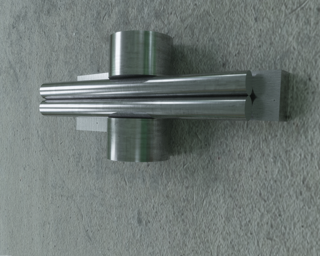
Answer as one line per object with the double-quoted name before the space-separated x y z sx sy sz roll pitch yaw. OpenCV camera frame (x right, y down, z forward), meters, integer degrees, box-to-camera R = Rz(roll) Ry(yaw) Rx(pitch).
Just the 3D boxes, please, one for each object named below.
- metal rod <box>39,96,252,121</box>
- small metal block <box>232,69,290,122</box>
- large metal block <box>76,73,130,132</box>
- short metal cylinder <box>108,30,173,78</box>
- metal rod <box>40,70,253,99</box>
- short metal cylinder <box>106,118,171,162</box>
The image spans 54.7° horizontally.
"metal rod" -0.041 -0.024 0.382 0.300 0.025 0.025 2 92 32
"small metal block" 0.104 -0.033 0.321 0.050 0.025 0.050 4 93 40
"large metal block" -0.076 -0.036 0.453 0.080 0.050 0.079 3 92 40
"short metal cylinder" -0.024 -0.087 0.390 0.080 0.081 0.050 2 92 40
"metal rod" -0.040 -0.049 0.381 0.300 0.025 0.025 2 92 32
"short metal cylinder" -0.027 0.013 0.393 0.080 0.081 0.050 2 92 40
